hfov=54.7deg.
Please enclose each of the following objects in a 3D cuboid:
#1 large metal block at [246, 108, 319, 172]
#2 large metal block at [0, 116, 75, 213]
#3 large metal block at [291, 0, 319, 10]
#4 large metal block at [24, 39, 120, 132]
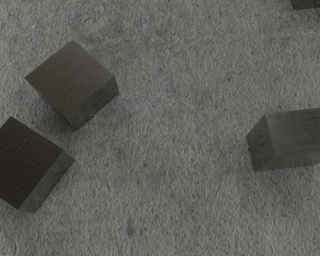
[{"bbox_3d":[0.159,0.016,0.374,0.081,0.080,0.050,-6,70,-2],"label":"large metal block"},{"bbox_3d":[-0.167,0.045,0.377,0.080,0.050,0.080,31,73,10],"label":"large metal block"},{"bbox_3d":[0.248,-0.237,0.483,0.081,0.050,0.080,-7,70,-3],"label":"large metal block"},{"bbox_3d":[-0.114,-0.056,0.415,0.080,0.050,0.080,42,75,13],"label":"large metal block"}]
